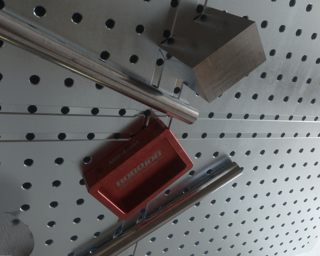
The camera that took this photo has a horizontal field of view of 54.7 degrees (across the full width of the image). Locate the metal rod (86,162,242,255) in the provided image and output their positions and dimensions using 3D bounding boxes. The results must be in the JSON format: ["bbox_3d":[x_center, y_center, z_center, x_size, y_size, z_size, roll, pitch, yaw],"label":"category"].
[{"bbox_3d":[0.003,0.143,0.501,0.301,0.025,0.025,-31,129,-9],"label":"metal rod"}]

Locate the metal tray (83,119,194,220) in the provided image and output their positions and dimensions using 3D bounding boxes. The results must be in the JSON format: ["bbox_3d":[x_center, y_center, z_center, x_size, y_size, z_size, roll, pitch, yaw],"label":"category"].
[{"bbox_3d":[-0.027,0.060,0.430,0.130,0.030,0.090,-38,129,-3],"label":"metal tray"}]

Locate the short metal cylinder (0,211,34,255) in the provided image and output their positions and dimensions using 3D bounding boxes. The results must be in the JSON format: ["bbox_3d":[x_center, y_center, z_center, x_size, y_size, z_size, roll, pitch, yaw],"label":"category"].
[{"bbox_3d":[-0.196,0.142,0.356,0.080,0.080,0.050,28,103,-38],"label":"short metal cylinder"}]

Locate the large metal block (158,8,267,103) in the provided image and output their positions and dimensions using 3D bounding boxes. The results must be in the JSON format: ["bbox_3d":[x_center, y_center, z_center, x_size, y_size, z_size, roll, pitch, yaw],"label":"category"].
[{"bbox_3d":[0.058,-0.086,0.354,0.080,0.080,0.050,-37,129,-4],"label":"large metal block"}]

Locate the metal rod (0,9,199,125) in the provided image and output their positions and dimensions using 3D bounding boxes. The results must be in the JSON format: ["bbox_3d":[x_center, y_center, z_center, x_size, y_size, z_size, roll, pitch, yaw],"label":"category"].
[{"bbox_3d":[-0.069,-0.062,0.334,0.302,0.025,0.025,22,106,-36],"label":"metal rod"}]
